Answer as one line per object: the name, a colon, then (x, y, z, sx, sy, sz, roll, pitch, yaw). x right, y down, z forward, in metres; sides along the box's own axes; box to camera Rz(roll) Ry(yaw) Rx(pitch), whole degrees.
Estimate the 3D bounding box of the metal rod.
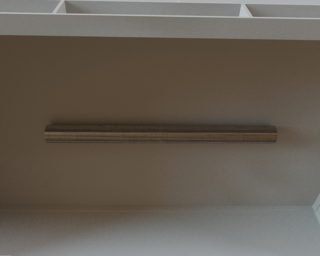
metal rod: (0.002, 0.008, 0.414, 0.302, 0.025, 0.025, 0, 130, -1)
